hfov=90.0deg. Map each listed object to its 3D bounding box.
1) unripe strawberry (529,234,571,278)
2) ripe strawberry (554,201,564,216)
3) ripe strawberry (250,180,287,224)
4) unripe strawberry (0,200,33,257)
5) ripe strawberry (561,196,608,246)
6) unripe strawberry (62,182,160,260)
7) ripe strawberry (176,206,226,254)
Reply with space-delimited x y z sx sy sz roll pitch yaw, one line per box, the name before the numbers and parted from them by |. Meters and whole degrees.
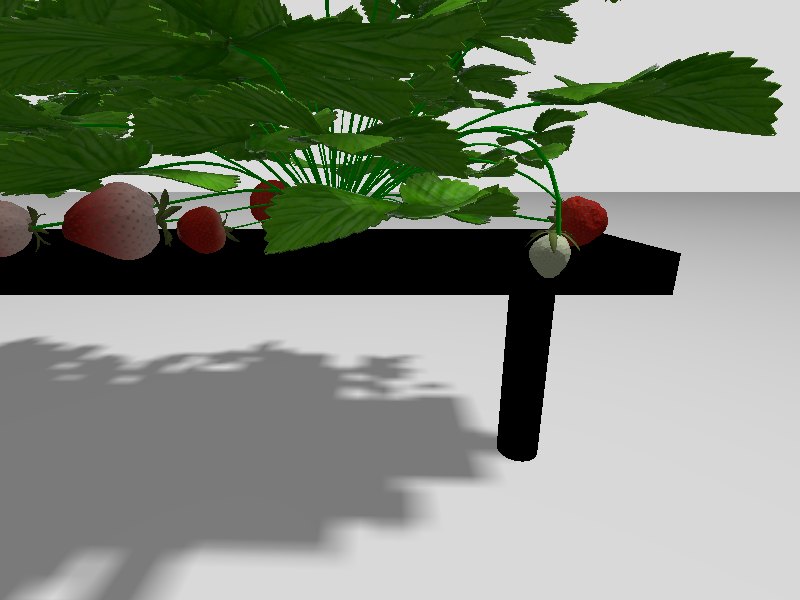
unripe strawberry | 0.077 -0.022 0.203 0.023 0.023 0.019 -14 22 -39
ripe strawberry | 0.184 -0.097 0.444 0.024 0.025 0.022 42 -4 -28
ripe strawberry | -0.133 -0.097 0.410 0.050 0.050 0.047 14 22 41
unripe strawberry | -0.249 -0.043 0.243 0.039 0.034 0.039 -9 19 -27
ripe strawberry | 0.130 -0.056 0.286 0.034 0.035 0.031 6 18 17
unripe strawberry | -0.175 -0.047 0.244 0.049 0.048 0.045 -15 22 -39
ripe strawberry | -0.129 -0.045 0.260 0.026 0.030 0.029 13 22 38
